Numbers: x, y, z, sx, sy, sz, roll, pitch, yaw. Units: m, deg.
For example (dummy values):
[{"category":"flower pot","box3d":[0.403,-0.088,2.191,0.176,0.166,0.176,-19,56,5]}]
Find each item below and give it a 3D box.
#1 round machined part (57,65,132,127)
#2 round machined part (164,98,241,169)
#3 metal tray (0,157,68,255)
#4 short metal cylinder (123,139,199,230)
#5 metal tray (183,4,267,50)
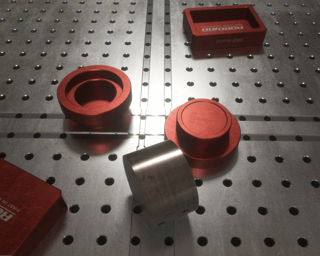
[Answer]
[{"category":"round machined part","box3d":[-0.087,-0.040,0.429,0.099,0.042,0.098,0,50,0]},{"category":"round machined part","box3d":[0.054,0.000,0.397,0.099,0.042,0.098,1,50,0]},{"category":"metal tray","box3d":[-0.180,0.083,0.332,0.130,0.030,0.090,23,53,17]},{"category":"short metal cylinder","box3d":[-0.001,0.058,0.324,0.050,0.080,0.080,-19,53,-16]},{"category":"metal tray","box3d":[0.113,-0.184,0.560,0.131,0.030,0.090,-6,50,-6]}]
